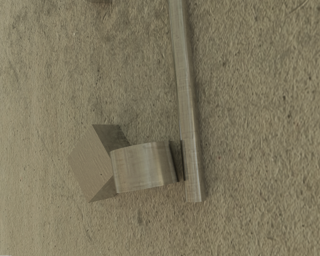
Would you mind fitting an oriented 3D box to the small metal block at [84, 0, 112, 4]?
[{"bbox_3d":[-0.097,-0.225,0.485,0.050,0.025,0.050,20,102,38],"label":"small metal block"}]

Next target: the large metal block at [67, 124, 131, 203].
[{"bbox_3d":[-0.083,0.051,0.457,0.080,0.050,0.080,-48,62,29],"label":"large metal block"}]

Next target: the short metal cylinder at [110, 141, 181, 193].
[{"bbox_3d":[-0.018,0.048,0.384,0.080,0.081,0.050,-17,79,39],"label":"short metal cylinder"}]

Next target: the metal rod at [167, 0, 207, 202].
[{"bbox_3d":[0.030,-0.062,0.379,0.025,0.025,0.298,-8,85,40],"label":"metal rod"}]
